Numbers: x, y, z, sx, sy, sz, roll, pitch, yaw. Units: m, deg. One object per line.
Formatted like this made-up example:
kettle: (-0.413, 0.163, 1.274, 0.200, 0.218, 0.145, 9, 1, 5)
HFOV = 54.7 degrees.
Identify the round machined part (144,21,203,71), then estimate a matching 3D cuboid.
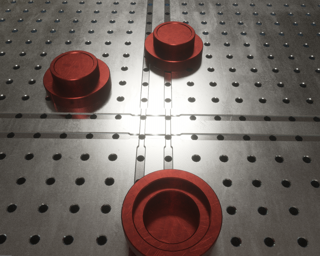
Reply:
round machined part: (0.023, -0.141, 0.516, 0.099, 0.042, 0.098, 0, 50, 0)

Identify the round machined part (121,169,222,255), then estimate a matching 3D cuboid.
round machined part: (0.011, 0.094, 0.317, 0.099, 0.042, 0.098, 0, 50, 0)

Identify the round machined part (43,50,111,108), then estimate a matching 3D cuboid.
round machined part: (-0.124, -0.079, 0.461, 0.099, 0.042, 0.098, 0, 50, 0)
